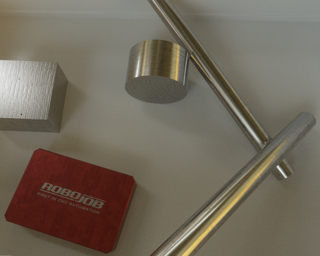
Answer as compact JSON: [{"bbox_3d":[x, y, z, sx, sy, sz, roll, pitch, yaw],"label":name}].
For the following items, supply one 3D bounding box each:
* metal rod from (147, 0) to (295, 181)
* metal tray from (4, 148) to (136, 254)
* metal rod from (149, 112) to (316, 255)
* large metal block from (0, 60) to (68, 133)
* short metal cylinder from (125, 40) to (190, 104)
[{"bbox_3d":[0.075,-0.063,0.408,0.025,0.025,0.299,-33,83,-12],"label":"metal rod"},{"bbox_3d":[-0.104,0.086,0.374,0.131,0.030,0.090,16,71,5],"label":"metal tray"},{"bbox_3d":[0.090,0.056,0.325,0.302,0.025,0.025,-32,72,-35],"label":"metal rod"},{"bbox_3d":[-0.174,-0.041,0.409,0.081,0.050,0.080,2,70,0],"label":"large metal block"},{"bbox_3d":[-0.003,-0.071,0.406,0.081,0.080,0.050,5,70,1],"label":"short metal cylinder"}]
